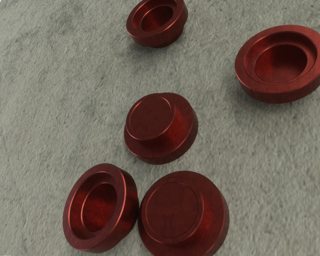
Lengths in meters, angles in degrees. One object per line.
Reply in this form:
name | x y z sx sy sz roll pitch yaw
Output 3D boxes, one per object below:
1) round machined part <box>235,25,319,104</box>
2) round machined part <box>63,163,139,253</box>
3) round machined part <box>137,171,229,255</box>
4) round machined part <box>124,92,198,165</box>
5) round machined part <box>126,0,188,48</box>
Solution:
round machined part | 0.141 -0.069 0.361 0.098 0.042 0.098 -13 56 20
round machined part | -0.063 0.094 0.359 0.098 0.042 0.098 -21 51 29
round machined part | 0.019 0.090 0.326 0.098 0.042 0.098 -13 56 20
round machined part | -0.004 -0.006 0.397 0.098 0.042 0.098 -13 56 20
round machined part | -0.001 -0.167 0.495 0.098 0.042 0.098 -13 56 20
